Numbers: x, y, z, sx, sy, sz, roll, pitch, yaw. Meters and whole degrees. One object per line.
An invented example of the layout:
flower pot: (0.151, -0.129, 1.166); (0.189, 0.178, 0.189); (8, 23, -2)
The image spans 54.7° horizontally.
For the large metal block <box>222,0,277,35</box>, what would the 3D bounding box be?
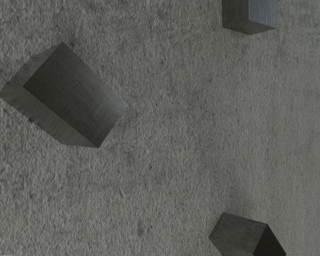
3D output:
large metal block: (0.148, -0.205, 0.511); (0.081, 0.050, 0.079); (-3, 92, -40)

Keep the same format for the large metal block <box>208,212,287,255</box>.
large metal block: (0.136, 0.184, 0.483); (0.050, 0.080, 0.080); (-51, 120, -28)

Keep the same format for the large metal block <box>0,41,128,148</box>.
large metal block: (-0.092, -0.026, 0.291); (0.080, 0.080, 0.050); (45, 63, -31)
